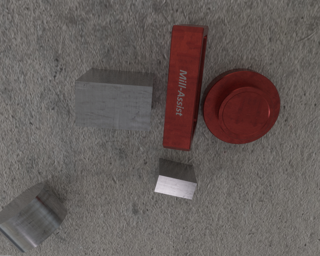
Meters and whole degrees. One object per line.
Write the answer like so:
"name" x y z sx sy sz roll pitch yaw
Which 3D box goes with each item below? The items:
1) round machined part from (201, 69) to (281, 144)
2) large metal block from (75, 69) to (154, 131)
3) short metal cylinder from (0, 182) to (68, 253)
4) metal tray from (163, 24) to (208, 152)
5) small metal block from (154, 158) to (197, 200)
"round machined part" 0.104 -0.024 0.393 0.099 0.042 0.097 0 110 0
"large metal block" -0.050 -0.036 0.367 0.081 0.080 0.050 4 110 -2
"short metal cylinder" -0.176 0.120 0.423 0.080 0.080 0.050 -31 107 10
"metal tray" 0.030 -0.050 0.354 0.030 0.090 0.129 8 110 9
"small metal block" 0.020 0.068 0.422 0.050 0.050 0.025 13 110 -5
